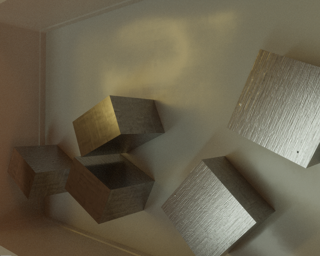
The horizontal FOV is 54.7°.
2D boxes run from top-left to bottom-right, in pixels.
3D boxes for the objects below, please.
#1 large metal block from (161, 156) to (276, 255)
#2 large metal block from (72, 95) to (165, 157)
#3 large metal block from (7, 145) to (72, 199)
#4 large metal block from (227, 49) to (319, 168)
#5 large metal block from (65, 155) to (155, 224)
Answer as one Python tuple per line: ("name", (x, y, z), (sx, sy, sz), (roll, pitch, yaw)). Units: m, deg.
("large metal block", (0.061, 0.089, 0.339), (0.080, 0.050, 0.080), (50, 119, 28))
("large metal block", (-0.055, -0.001, 0.414), (0.080, 0.081, 0.050), (-29, 72, 36))
("large metal block", (-0.200, 0.072, 0.533), (0.080, 0.081, 0.050), (34, 111, 34))
("large metal block", (0.122, -0.019, 0.289), (0.080, 0.050, 0.079), (31, 109, 35))
("large metal block", (-0.069, 0.078, 0.425), (0.080, 0.081, 0.050), (32, 110, 35))
